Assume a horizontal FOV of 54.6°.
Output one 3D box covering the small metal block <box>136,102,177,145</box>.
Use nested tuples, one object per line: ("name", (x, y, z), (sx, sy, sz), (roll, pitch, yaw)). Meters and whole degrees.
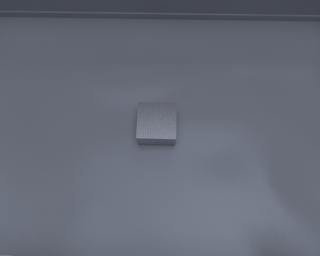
("small metal block", (-0.004, -0.006, 0.408), (0.050, 0.025, 0.050), (2, 70, 1))
